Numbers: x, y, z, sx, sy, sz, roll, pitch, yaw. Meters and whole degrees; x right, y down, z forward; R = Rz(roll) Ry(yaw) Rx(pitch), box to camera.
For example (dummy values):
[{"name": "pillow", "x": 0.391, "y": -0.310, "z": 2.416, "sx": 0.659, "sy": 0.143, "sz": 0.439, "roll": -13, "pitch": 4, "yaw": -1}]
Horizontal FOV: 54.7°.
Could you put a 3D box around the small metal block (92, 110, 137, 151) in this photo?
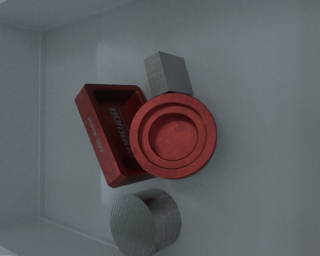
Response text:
[{"name": "small metal block", "x": -0.064, "y": 0.003, "z": 0.441, "sx": 0.025, "sy": 0.050, "sz": 0.050, "roll": -21, "pitch": 77, "yaw": 38}]

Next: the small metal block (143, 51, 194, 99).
[{"name": "small metal block", "x": 0.011, "y": -0.062, "z": 0.380, "sx": 0.025, "sy": 0.050, "sz": 0.050, "roll": -23, "pitch": 76, "yaw": 37}]

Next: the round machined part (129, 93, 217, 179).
[{"name": "round machined part", "x": 0.017, "y": 0.011, "z": 0.362, "sx": 0.098, "sy": 0.042, "sz": 0.098, "roll": -2, "pitch": 78, "yaw": 9}]

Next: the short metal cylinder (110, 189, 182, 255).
[{"name": "short metal cylinder", "x": -0.019, "y": 0.123, "z": 0.405, "sx": 0.080, "sy": 0.050, "sz": 0.079, "roll": 0, "pitch": 90, "yaw": 39}]

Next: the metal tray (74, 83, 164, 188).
[{"name": "metal tray", "x": -0.044, "y": 0.004, "z": 0.396, "sx": 0.030, "sy": 0.091, "sz": 0.130, "roll": -43, "pitch": 64, "yaw": 39}]
